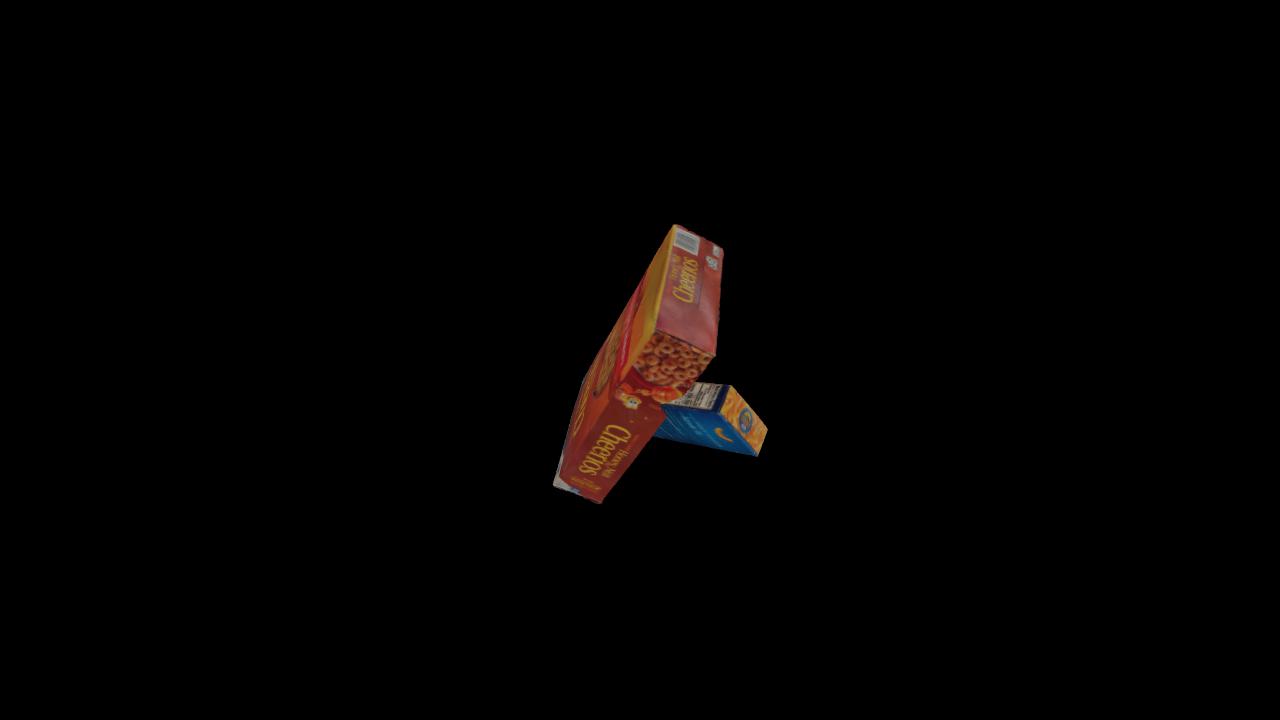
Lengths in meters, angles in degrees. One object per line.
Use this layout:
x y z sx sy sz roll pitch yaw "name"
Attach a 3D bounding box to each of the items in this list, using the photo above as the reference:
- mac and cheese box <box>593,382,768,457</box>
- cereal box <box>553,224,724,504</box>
0.041 0.059 0.691 0.184 0.041 0.093 4 -33 42 "mac and cheese box"
-0.007 0.013 0.756 0.081 0.203 0.306 24 -48 -11 "cereal box"
